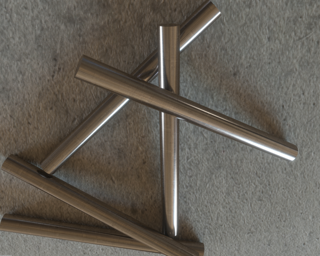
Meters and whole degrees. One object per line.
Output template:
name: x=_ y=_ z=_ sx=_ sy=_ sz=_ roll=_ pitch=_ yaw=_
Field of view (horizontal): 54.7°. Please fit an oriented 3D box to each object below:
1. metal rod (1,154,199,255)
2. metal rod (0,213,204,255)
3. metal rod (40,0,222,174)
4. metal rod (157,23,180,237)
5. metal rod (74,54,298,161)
metal rod: x=-0.079 y=0.120 z=0.439 sx=0.301 sy=0.025 sz=0.025 roll=30 pitch=107 yaw=-6
metal rod: x=-0.083 y=0.165 z=0.469 sx=0.302 sy=0.025 sz=0.025 roll=10 pitch=110 yaw=-5
metal rod: x=-0.046 y=-0.043 z=0.393 sx=0.299 sy=0.025 sz=0.025 roll=-42 pitch=105 yaw=13
metal rod: x=0.013 y=0.022 z=0.402 sx=0.025 sy=0.025 sz=0.298 roll=-1 pitch=116 yaw=0
metal rod: x=0.050 y=-0.014 z=0.366 sx=0.302 sy=0.025 sz=0.025 roll=20 pitch=110 yaw=-23
